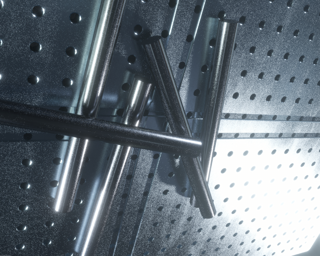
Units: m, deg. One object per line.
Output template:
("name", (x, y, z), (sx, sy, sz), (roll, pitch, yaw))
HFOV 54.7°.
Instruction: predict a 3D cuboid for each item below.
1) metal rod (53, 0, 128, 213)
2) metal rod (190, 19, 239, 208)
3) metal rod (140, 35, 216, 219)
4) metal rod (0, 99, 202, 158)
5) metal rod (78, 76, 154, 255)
("metal rod", (-0.080, -0.028, 0.351), (0.025, 0.025, 0.298), (5, 116, -31))
("metal rod", (0.074, -0.002, 0.452), (0.025, 0.025, 0.298), (-10, 123, -24))
("metal rod", (0.035, 0.020, 0.426), (0.025, 0.025, 0.299), (-28, 123, -11))
("metal rod", (-0.090, -0.002, 0.330), (0.302, 0.025, 0.025), (12, 113, -24))
("metal rod", (-0.066, 0.073, 0.421), (0.025, 0.025, 0.298), (6, 115, -32))
